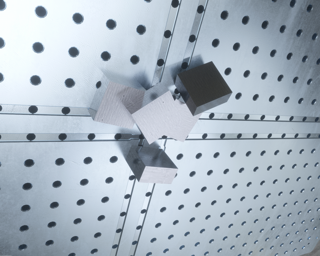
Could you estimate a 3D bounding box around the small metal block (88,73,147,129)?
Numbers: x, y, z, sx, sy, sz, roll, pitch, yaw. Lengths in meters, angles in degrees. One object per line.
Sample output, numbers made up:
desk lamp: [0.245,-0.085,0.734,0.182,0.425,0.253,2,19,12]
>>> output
small metal block: [-0.049,-0.031,0.365,0.050,0.025,0.050,13,112,-34]

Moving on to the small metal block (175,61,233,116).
small metal block: [0.054,-0.050,0.389,0.050,0.050,0.025,-23,160,-15]

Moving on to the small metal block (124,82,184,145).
small metal block: [-0.006,-0.017,0.364,0.050,0.025,0.050,-33,129,-6]

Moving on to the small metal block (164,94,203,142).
small metal block: [0.021,-0.014,0.413,0.050,0.025,0.050,22,107,-36]

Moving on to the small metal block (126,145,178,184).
small metal block: [-0.012,0.049,0.418,0.050,0.050,0.025,10,114,-33]
